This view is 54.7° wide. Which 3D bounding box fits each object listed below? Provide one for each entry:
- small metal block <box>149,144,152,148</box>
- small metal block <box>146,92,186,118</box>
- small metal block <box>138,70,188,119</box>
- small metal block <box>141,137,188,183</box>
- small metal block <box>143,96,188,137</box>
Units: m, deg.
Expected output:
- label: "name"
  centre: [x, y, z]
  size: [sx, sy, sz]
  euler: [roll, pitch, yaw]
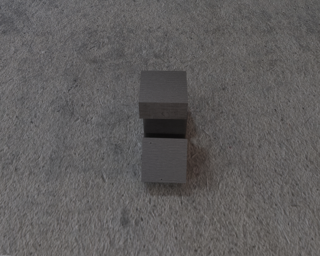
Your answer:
- label: "small metal block"
  centre: [0.006, 0.011, 0.396]
  size: [0.050, 0.025, 0.050]
  euler: [2, 50, 1]
- label: "small metal block"
  centre: [0.009, -0.032, 0.416]
  size: [0.050, 0.025, 0.050]
  euler: [2, 14, 1]
- label: "small metal block"
  centre: [0.004, -0.037, 0.338]
  size: [0.050, 0.025, 0.050]
  euler: [1, 50, 0]
- label: "small metal block"
  centre: [0.005, 0.036, 0.358]
  size: [0.050, 0.025, 0.050]
  euler: [2, 91, 1]
- label: "small metal block"
  centre: [0.006, -0.013, 0.366]
  size: [0.050, 0.050, 0.025]
  euler: [2, 50, 1]
